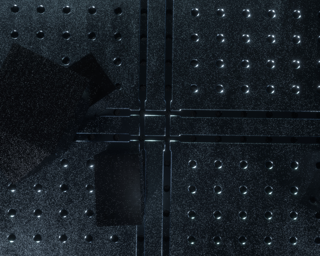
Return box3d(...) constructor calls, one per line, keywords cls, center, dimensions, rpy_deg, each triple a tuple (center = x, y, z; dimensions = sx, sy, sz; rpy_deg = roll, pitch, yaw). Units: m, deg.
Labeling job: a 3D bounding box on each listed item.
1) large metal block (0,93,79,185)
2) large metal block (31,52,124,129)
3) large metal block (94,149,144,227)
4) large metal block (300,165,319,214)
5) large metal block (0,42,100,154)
box3d(cls="large metal block", center=(-0.166, 0.010, 0.387), dimensions=(0.080, 0.050, 0.080), rpy_deg=(-37, 91, 19))
box3d(cls="large metal block", center=(-0.096, -0.042, 0.385), dimensions=(0.080, 0.080, 0.050), rpy_deg=(-34, 90, 0))
box3d(cls="large metal block", center=(-0.047, 0.069, 0.385), dimensions=(0.050, 0.080, 0.079), rpy_deg=(-2, 90, 0))
box3d(cls="large metal block", center=(0.248, 0.087, 0.404), dimensions=(0.080, 0.050, 0.080), rpy_deg=(27, 90, -1))
box3d(cls="large metal block", center=(-0.121, -0.028, 0.319), dimensions=(0.080, 0.050, 0.080), rpy_deg=(26, 90, -1))
